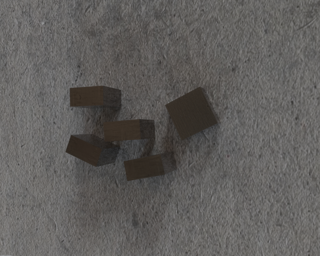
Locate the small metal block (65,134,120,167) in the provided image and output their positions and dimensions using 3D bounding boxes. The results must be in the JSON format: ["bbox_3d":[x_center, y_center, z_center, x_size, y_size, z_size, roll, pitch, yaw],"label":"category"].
[{"bbox_3d":[-0.092,0.029,0.428,0.050,0.050,0.025,22,98,18],"label":"small metal block"}]

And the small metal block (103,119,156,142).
[{"bbox_3d":[-0.039,0.003,0.409,0.050,0.050,0.025,-4,89,20],"label":"small metal block"}]

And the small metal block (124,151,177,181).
[{"bbox_3d":[-0.011,0.048,0.400,0.050,0.050,0.025,-13,86,19],"label":"small metal block"}]

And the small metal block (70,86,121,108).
[{"bbox_3d":[-0.087,-0.041,0.427,0.050,0.050,0.025,-1,90,20],"label":"small metal block"}]

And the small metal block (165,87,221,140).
[{"bbox_3d":[0.042,-0.018,0.394,0.050,0.025,0.050,-27,81,18],"label":"small metal block"}]
